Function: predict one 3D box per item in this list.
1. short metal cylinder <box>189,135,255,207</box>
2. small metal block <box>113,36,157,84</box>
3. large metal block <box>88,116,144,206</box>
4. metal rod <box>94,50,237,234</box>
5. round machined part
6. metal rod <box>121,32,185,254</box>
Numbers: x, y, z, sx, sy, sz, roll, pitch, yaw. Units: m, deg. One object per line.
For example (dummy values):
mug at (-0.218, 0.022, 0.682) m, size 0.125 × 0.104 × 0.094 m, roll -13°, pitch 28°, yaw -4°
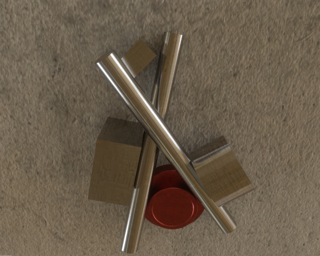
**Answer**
short metal cylinder at (0.081, 0.056, 0.404) m, size 0.050 × 0.080 × 0.080 m, roll -30°, pitch 108°, yaw 10°
small metal block at (-0.030, -0.080, 0.367) m, size 0.050 × 0.050 × 0.025 m, roll -43°, pitch 105°, yaw 14°
large metal block at (-0.054, 0.039, 0.396) m, size 0.050 × 0.080 × 0.079 m, roll 11°, pitch 110°, yaw -5°
metal rod at (0.021, 0.035, 0.388) m, size 0.025 × 0.025 × 0.299 m, roll -31°, pitch 116°, yaw 10°
round machined part at (0.017, 0.104, 0.441) m, size 0.099 × 0.042 × 0.097 m, roll 0°, pitch 110°, yaw -1°
metal rod at (-0.013, 0.029, 0.405) m, size 0.025 × 0.025 × 0.298 m, roll 11°, pitch 104°, yaw -5°
